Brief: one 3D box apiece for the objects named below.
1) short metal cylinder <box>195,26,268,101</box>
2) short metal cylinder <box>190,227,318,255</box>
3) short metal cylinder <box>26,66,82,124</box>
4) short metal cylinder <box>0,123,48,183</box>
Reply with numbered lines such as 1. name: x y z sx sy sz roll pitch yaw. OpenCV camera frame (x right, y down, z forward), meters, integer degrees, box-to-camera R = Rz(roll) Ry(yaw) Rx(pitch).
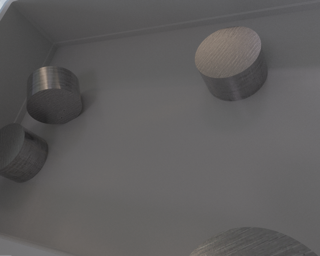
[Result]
1. short metal cylinder: 0.091 -0.081 0.392 0.080 0.050 0.080 -13 56 21
2. short metal cylinder: 0.051 0.095 0.153 0.080 0.050 0.080 -13 56 21
3. short metal cylinder: -0.167 -0.051 0.489 0.080 0.080 0.050 -26 53 12
4. short metal cylinder: -0.224 0.039 0.484 0.080 0.050 0.080 -13 56 21
